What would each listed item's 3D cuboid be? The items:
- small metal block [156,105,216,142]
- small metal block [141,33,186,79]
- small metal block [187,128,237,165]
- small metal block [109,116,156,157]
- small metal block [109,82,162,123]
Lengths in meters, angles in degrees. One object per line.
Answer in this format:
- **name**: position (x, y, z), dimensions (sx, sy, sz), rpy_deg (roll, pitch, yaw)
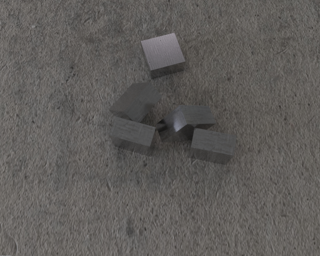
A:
- **small metal block**: position (0.032, -0.005, 0.386), dimensions (0.050, 0.050, 0.025), rpy_deg (-2, 65, -40)
- **small metal block**: position (0.004, -0.104, 0.446), dimensions (0.050, 0.025, 0.050), rpy_deg (-16, 71, -6)
- **small metal block**: position (0.063, 0.024, 0.386), dimensions (0.050, 0.050, 0.025), rpy_deg (11, 71, 4)
- **small metal block**: position (-0.032, 0.012, 0.390), dimensions (0.050, 0.050, 0.025), rpy_deg (15, 71, 5)
- **small metal block**: position (-0.033, -0.032, 0.404), dimensions (0.025, 0.050, 0.050), rpy_deg (47, 72, -25)
